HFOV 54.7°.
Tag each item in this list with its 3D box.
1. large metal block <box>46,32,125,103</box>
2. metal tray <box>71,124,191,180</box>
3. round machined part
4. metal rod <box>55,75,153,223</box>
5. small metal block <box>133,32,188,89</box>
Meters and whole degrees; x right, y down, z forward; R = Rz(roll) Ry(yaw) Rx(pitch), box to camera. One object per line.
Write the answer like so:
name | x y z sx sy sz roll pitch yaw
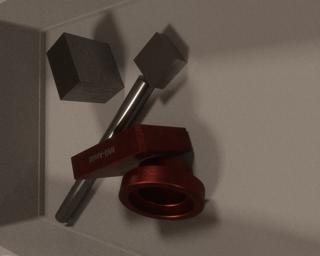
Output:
large metal block | -0.110 -0.085 0.459 0.050 0.081 0.080 -33 70 35
metal tray | -0.038 0.033 0.392 0.130 0.091 0.030 -25 71 37
round machined part | 0.004 0.070 0.366 0.098 0.098 0.042 -26 40 36
metal rod | -0.095 0.046 0.482 0.025 0.025 0.298 49 119 28
small metal block | 0.000 -0.087 0.404 0.050 0.025 0.050 -45 63 27
